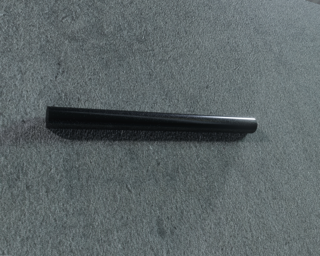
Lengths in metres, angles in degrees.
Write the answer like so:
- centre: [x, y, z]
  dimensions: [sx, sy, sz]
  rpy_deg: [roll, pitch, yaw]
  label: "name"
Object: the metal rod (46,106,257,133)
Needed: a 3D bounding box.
- centre: [0.009, -0.008, 0.414]
  dimensions: [0.302, 0.025, 0.025]
  rpy_deg: [2, 61, -27]
  label: "metal rod"
